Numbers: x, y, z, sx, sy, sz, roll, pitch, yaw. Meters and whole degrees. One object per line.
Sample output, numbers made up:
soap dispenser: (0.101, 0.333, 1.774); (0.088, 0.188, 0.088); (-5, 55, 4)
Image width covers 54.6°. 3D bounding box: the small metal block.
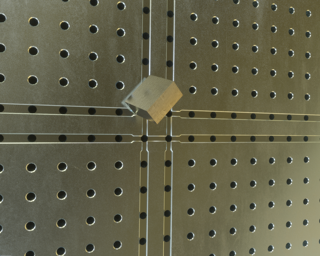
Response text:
small metal block: (-0.008, -0.037, 0.393); (0.050, 0.050, 0.025); (-49, 129, -13)
